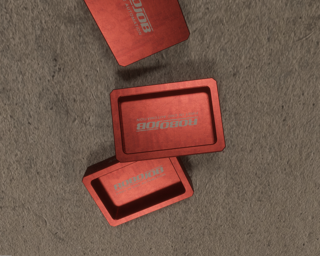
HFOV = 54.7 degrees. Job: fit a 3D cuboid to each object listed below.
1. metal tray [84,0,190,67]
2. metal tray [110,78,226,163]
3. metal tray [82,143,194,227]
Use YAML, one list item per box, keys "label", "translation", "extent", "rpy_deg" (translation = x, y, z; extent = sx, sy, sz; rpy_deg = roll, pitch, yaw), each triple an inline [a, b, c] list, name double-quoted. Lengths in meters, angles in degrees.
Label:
- label: "metal tray"
  translation: [-0.031, -0.142, 0.336]
  extent: [0.090, 0.030, 0.130]
  rpy_deg: [-22, 125, 7]
- label: "metal tray"
  translation: [0.009, -0.008, 0.384]
  extent: [0.131, 0.030, 0.089]
  rpy_deg: [-7, 83, 2]
- label: "metal tray"
  translation: [-0.029, 0.075, 0.434]
  extent: [0.130, 0.030, 0.090]
  rpy_deg: [-24, 109, 8]
